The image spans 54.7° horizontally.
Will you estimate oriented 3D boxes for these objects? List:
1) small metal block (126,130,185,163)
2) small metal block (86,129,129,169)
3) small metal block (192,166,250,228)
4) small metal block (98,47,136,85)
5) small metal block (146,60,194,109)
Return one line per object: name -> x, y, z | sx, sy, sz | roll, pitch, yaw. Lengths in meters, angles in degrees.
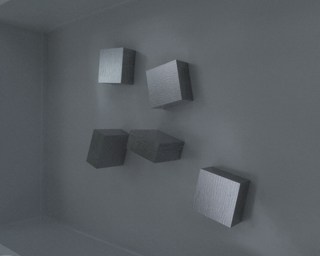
small metal block -> -0.006, 0.022, 0.395 | 0.050, 0.050, 0.025 | 23, 105, 37
small metal block -> -0.074, 0.029, 0.452 | 0.025, 0.050, 0.050 | 26, 106, 37
small metal block -> 0.068, 0.076, 0.350 | 0.050, 0.025, 0.050 | 17, 101, 38
small metal block -> -0.064, -0.091, 0.460 | 0.050, 0.025, 0.050 | 8, 95, 39
small metal block -> 0.012, -0.054, 0.397 | 0.050, 0.025, 0.050 | -13, 82, 39
